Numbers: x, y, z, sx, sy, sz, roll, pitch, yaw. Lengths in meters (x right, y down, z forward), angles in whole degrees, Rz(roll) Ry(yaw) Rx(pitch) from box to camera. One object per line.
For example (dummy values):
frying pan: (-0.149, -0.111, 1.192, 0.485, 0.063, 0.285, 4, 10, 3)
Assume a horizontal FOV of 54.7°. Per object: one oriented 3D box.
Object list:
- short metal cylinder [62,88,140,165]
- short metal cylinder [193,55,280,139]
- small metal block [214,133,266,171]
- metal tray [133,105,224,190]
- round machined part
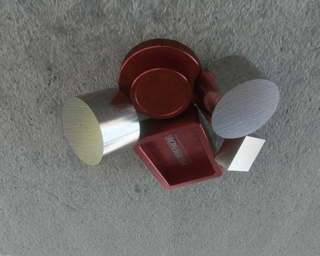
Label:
short metal cylinder: (-0.070, -0.003, 0.361, 0.050, 0.080, 0.079, -23, 146, -41)
short metal cylinder: (0.085, -0.034, 0.350, 0.081, 0.050, 0.079, -12, 134, -13)
small metal block: (0.106, 0.029, 0.411, 0.050, 0.025, 0.050, 11, 110, -44)
metal tray: (0.026, 0.032, 0.418, 0.090, 0.030, 0.130, -17, 138, 14)
round machined part: (0.001, -0.049, 0.357, 0.099, 0.042, 0.097, 0, 130, 0)
